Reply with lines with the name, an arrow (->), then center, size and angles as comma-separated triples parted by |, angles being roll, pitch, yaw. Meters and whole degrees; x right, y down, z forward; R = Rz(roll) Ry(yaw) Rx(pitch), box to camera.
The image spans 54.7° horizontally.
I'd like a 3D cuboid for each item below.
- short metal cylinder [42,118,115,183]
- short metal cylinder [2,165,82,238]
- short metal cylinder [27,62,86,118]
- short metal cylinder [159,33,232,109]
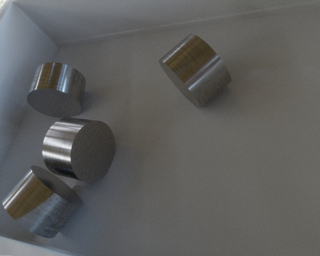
short metal cylinder -> -0.105, 0.028, 0.409 | 0.050, 0.080, 0.080 | 7, 65, 31
short metal cylinder -> -0.147, 0.092, 0.391 | 0.080, 0.080, 0.050 | 34, 81, 38
short metal cylinder -> -0.162, -0.058, 0.492 | 0.080, 0.080, 0.050 | -11, 57, 22
short metal cylinder -> 0.044, -0.071, 0.391 | 0.050, 0.080, 0.080 | -41, 51, 1
